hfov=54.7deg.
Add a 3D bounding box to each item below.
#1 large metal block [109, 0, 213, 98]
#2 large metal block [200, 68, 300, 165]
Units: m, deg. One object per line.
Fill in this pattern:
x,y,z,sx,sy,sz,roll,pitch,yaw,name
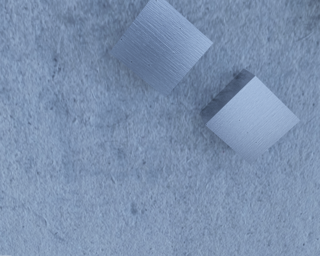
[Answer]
0.001,-0.096,0.361,0.080,0.050,0.080,38,105,-13,large metal block
0.111,-0.015,0.393,0.080,0.050,0.080,40,105,-14,large metal block
